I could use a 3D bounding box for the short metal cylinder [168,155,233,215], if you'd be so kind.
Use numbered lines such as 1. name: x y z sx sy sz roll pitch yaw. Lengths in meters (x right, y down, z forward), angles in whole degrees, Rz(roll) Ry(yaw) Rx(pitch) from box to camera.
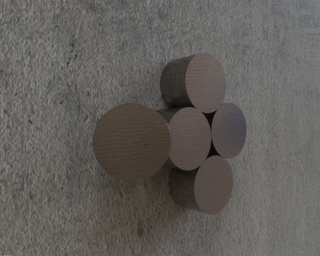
1. short metal cylinder: 0.058 0.077 0.439 0.081 0.050 0.080 0 90 -40

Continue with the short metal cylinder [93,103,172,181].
1. short metal cylinder: -0.027 0.015 0.340 0.080 0.050 0.080 0 89 4

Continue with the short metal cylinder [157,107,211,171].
1. short metal cylinder: 0.022 0.013 0.408 0.081 0.050 0.080 0 90 -40

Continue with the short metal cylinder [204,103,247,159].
1. short metal cylinder: 0.084 0.004 0.460 0.081 0.050 0.080 0 90 -40

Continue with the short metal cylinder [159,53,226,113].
1. short metal cylinder: 0.046 -0.060 0.428 0.081 0.050 0.080 0 90 -40
